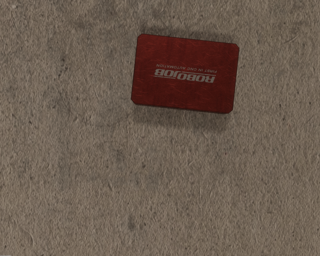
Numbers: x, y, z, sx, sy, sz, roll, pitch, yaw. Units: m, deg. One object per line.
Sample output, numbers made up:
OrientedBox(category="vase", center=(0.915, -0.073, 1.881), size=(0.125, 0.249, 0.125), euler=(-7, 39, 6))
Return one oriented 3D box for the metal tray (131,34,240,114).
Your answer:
OrientedBox(category="metal tray", center=(0.032, -0.069, 0.408), size=(0.131, 0.030, 0.089), euler=(6, 90, -1))
